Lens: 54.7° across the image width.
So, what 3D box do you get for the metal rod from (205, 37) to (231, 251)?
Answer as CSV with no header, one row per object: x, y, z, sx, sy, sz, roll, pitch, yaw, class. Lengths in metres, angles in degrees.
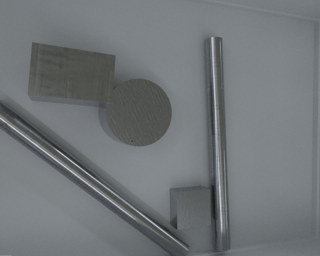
0.082,0.023,0.442,0.025,0.025,0.298,-3,91,-20,metal rod

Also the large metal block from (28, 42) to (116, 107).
-0.100,-0.054,0.345,0.081,0.080,0.050,5,89,-20,large metal block

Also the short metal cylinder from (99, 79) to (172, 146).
-0.032,-0.018,0.386,0.081,0.050,0.079,0,90,-21,short metal cylinder

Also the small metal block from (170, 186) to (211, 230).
0.042,0.109,0.427,0.050,0.025,0.050,-1,91,-21,small metal block

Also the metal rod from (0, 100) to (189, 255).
-0.078,0.073,0.382,0.300,0.025,0.025,42,77,-16,metal rod
